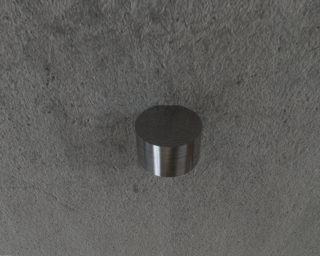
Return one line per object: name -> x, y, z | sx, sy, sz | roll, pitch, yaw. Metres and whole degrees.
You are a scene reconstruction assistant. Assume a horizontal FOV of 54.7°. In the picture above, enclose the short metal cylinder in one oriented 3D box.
short metal cylinder -> 0.011, 0.014, 0.385 | 0.081, 0.080, 0.050 | -1, 130, 0
